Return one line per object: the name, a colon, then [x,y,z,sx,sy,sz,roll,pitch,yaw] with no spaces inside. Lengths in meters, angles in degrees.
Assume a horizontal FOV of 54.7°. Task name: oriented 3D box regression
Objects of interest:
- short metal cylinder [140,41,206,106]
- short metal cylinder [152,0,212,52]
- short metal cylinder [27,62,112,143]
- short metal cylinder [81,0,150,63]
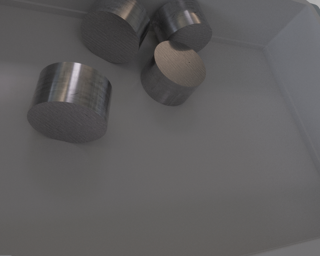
short metal cylinder: [0.019,-0.078,0.447,0.081,0.050,0.080,14,56,-21]
short metal cylinder: [0.034,-0.152,0.481,0.081,0.080,0.050,-7,66,-31]
short metal cylinder: [-0.095,-0.025,0.335,0.081,0.080,0.050,15,56,-20]
short metal cylinder: [-0.059,-0.136,0.421,0.080,0.080,0.050,27,52,-11]
